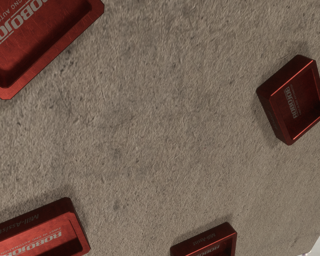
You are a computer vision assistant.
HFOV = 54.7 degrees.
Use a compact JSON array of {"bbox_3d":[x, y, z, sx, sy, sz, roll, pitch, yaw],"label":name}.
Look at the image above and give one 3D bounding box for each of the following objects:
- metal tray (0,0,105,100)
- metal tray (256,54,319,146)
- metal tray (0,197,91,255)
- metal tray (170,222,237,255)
[{"bbox_3d":[-0.127,-0.099,0.273,0.130,0.030,0.090,-43,130,1],"label":"metal tray"},{"bbox_3d":[0.216,-0.041,0.499,0.090,0.030,0.130,-40,130,-1],"label":"metal tray"},{"bbox_3d":[-0.168,0.155,0.408,0.131,0.030,0.089,-21,127,-17],"label":"metal tray"},{"bbox_3d":[0.086,0.246,0.605,0.131,0.030,0.089,-17,126,-19],"label":"metal tray"}]
